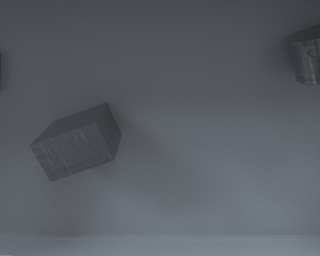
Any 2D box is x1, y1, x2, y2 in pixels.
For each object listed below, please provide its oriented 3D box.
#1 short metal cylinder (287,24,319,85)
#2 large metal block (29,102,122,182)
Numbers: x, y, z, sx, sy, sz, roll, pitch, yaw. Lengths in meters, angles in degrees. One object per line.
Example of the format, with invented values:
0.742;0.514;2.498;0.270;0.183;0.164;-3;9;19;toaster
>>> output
0.193;-0.088;0.352;0.080;0.080;0.050;-19;109;6;short metal cylinder
-0.099;0.014;0.386;0.080;0.080;0.050;-19;109;6;large metal block
